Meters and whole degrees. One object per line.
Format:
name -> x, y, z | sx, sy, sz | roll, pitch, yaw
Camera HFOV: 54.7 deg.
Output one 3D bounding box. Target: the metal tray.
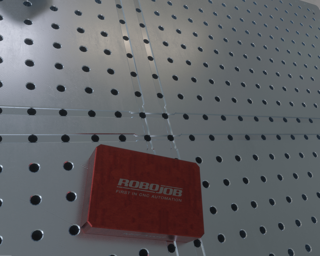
metal tray -> -0.016, 0.075, 0.351 | 0.131, 0.030, 0.090 | 13, 56, -21
